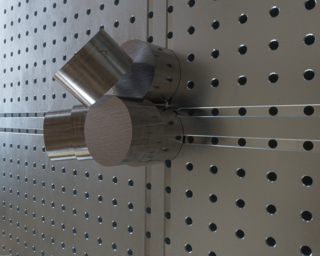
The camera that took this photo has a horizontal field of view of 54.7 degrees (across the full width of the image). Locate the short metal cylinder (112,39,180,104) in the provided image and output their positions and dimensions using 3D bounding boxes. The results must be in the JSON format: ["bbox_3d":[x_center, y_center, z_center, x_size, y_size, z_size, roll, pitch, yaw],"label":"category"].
[{"bbox_3d":[-0.020,-0.072,0.409,0.080,0.050,0.079,0,90,40],"label":"short metal cylinder"}]

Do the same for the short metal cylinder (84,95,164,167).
[{"bbox_3d":[-0.043,0.003,0.361,0.080,0.050,0.080,0,90,40],"label":"short metal cylinder"}]

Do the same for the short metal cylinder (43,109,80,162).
[{"bbox_3d":[-0.143,0.010,0.483,0.050,0.080,0.080,-6,85,-2],"label":"short metal cylinder"}]

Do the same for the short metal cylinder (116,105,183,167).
[{"bbox_3d":[-0.017,0.009,0.406,0.080,0.050,0.080,0,90,40],"label":"short metal cylinder"}]

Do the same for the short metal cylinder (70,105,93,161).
[{"bbox_3d":[-0.091,0.005,0.439,0.050,0.080,0.080,-5,86,-2],"label":"short metal cylinder"}]

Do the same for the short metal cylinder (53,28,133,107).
[{"bbox_3d":[-0.078,-0.070,0.364,0.080,0.080,0.050,-30,115,36],"label":"short metal cylinder"}]
